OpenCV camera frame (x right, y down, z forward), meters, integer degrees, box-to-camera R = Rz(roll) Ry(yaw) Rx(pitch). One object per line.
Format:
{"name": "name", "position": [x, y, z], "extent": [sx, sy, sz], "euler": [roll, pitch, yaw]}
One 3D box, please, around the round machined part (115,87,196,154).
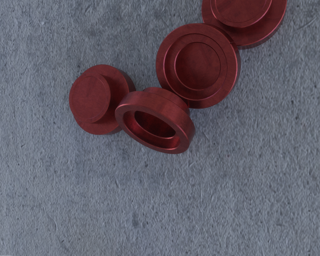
{"name": "round machined part", "position": [-0.002, -0.013, 0.381], "extent": [0.098, 0.098, 0.042], "euler": [18, 61, 19]}

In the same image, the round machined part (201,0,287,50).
{"name": "round machined part", "position": [0.097, -0.146, 0.366], "extent": [0.098, 0.042, 0.097], "euler": [0, 90, 20]}

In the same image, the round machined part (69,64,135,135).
{"name": "round machined part", "position": [-0.085, -0.039, 0.424], "extent": [0.098, 0.042, 0.097], "euler": [-1, 87, 26]}

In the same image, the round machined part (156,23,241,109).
{"name": "round machined part", "position": [0.048, -0.075, 0.373], "extent": [0.098, 0.042, 0.097], "euler": [9, 112, 23]}
